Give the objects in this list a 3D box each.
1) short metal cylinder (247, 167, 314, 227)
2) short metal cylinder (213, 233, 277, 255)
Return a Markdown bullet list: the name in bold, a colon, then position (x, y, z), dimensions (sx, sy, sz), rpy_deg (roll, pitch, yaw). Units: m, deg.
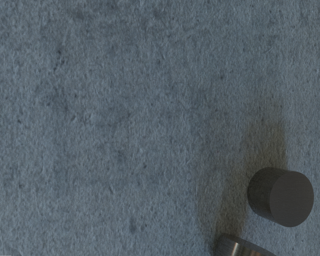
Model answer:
- **short metal cylinder**: position (0.180, 0.101, 0.464), dimensions (0.081, 0.050, 0.079), rpy_deg (0, 90, -21)
- **short metal cylinder**: position (0.114, 0.184, 0.424), dimensions (0.080, 0.080, 0.050), rpy_deg (24, 82, -19)
